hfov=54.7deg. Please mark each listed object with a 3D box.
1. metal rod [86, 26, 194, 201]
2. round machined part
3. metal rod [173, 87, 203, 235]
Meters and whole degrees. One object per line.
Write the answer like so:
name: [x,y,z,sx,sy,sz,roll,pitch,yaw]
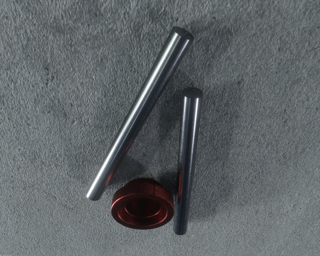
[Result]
metal rod: [-0.041,0.004,0.409,0.025,0.025,0.298,20,127,-17]
round machined part: [-0.027,0.118,0.496,0.099,0.042,0.097,-1,130,0]
metal rod: [0.038,0.071,0.468,0.025,0.025,0.298,0,130,-1]
